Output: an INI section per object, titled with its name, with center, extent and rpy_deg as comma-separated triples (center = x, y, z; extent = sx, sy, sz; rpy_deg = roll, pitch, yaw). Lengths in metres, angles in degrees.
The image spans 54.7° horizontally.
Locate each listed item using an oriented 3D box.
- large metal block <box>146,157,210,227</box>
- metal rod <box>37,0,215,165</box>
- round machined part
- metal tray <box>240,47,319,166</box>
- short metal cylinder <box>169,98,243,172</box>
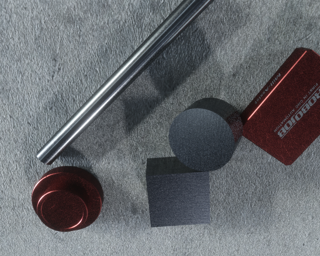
[large metal block]
center = 0.025, 0.086, 0.429
extent = 0.081, 0.050, 0.079
rpy_deg = -4, 110, 1
[metal rod]
center = -0.050, -0.058, 0.387
extent = 0.299, 0.025, 0.025
rpy_deg = -43, 105, 14
[round machined part]
center = -0.132, 0.106, 0.438
extent = 0.099, 0.042, 0.097
rpy_deg = 0, 110, -1
[metal tray]
center = 0.173, -0.026, 0.400
extent = 0.090, 0.030, 0.129
rpy_deg = 33, 106, -12
[short metal cylinder]
center = 0.058, 0.007, 0.384
extent = 0.080, 0.050, 0.079
rpy_deg = 9, 113, 22
